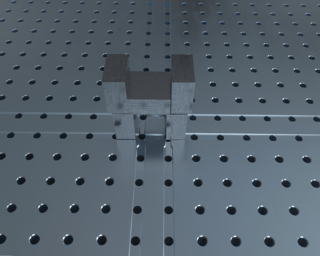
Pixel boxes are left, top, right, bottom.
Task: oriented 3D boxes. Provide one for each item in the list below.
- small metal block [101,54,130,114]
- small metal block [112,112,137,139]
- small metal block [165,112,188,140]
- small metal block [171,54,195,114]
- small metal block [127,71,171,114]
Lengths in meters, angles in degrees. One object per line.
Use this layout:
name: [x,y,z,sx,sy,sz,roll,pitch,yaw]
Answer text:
small metal block: [-0.050,-0.052,0.369,0.025,0.050,0.050,0,50,0]
small metal block: [-0.045,-0.020,0.407,0.025,0.050,0.050,1,50,0]
small metal block: [0.020,-0.020,0.408,0.025,0.050,0.050,-1,50,-1]
small metal block: [0.026,-0.052,0.369,0.025,0.050,0.050,0,50,0]
small metal block: [-0.013,-0.044,0.380,0.050,0.025,0.050,1,50,0]
